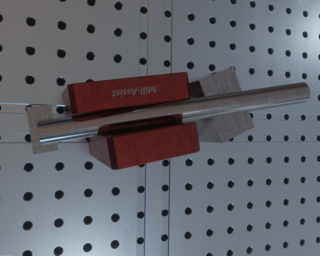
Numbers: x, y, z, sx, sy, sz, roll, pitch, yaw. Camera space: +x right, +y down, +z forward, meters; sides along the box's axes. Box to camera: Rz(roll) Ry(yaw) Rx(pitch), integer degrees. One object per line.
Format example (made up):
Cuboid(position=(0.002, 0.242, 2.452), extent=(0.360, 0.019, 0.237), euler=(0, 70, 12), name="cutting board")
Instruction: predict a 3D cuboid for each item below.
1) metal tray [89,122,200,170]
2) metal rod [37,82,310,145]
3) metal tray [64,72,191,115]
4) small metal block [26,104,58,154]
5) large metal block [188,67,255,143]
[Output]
Cuboid(position=(-0.025, 0.015, 0.348), extent=(0.091, 0.130, 0.030), euler=(-10, 94, -20), name="metal tray")
Cuboid(position=(0.025, -0.019, 0.343), extent=(0.302, 0.025, 0.025), euler=(-9, 94, -11), name="metal rod")
Cuboid(position=(-0.042, -0.039, 0.362), extent=(0.131, 0.090, 0.030), euler=(-10, 95, -20), name="metal tray")
Cuboid(position=(-0.133, 0.001, 0.350), extent=(0.025, 0.050, 0.050), euler=(-9, 93, -20), name="small metal block")
Cuboid(position=(0.067, -0.028, 0.408), extent=(0.050, 0.080, 0.080), euler=(-24, 98, -19), name="large metal block")
